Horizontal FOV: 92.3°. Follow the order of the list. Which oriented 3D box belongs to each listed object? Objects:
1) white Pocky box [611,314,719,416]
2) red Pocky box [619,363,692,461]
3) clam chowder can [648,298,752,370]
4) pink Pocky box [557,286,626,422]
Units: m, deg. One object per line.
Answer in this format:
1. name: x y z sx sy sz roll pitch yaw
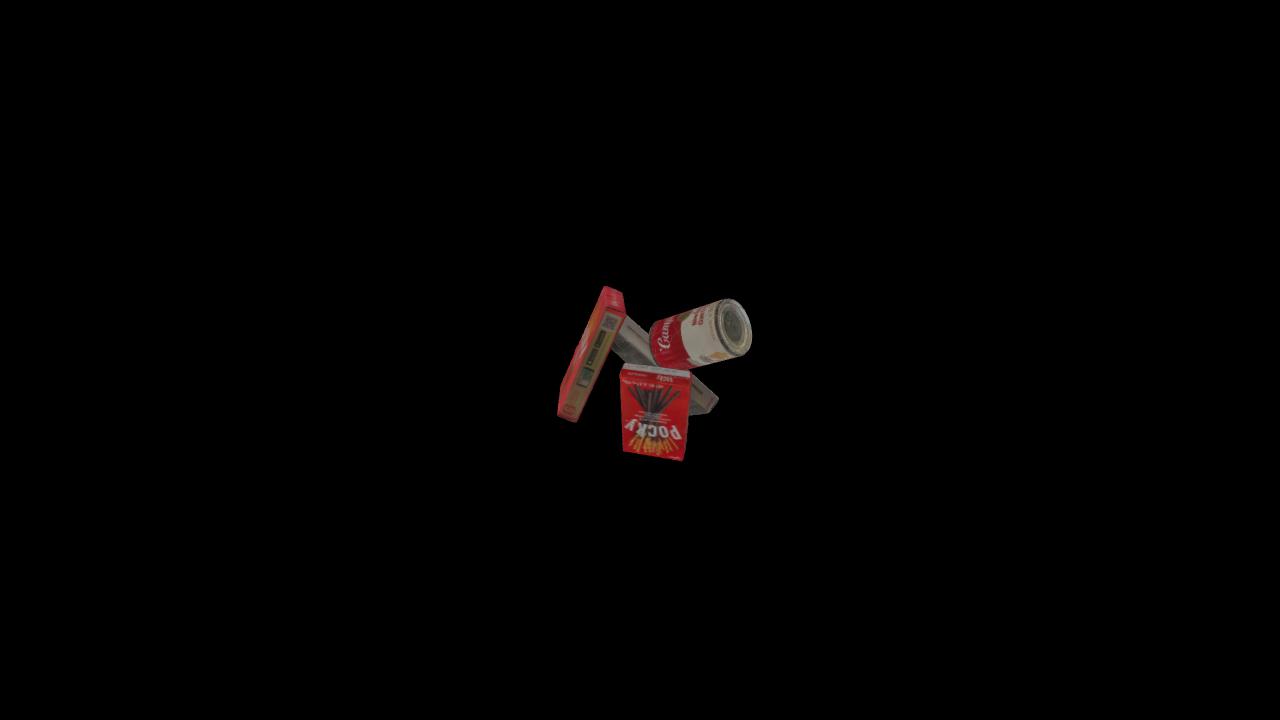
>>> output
1. white Pocky box: 0.021 0.010 0.765 0.154 0.028 0.084 42 -17 -7
2. red Pocky box: 0.019 0.068 0.756 0.083 0.028 0.155 7 -42 7
3. clam chowder can: 0.069 -0.026 0.706 0.102 0.068 0.068 -15 -10 41
4. pink Pocky box: -0.061 -0.008 0.755 0.029 0.155 0.084 21 20 -13
